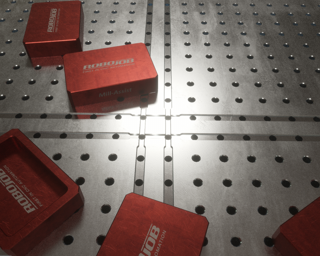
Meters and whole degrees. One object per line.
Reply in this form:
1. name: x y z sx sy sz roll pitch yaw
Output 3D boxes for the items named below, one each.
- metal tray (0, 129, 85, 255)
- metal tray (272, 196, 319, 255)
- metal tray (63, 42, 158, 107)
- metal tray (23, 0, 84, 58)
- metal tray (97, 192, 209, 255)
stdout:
1. metal tray: -0.161 0.066 0.346 0.130 0.030 0.090 35 58 25
2. metal tray: 0.194 0.110 0.315 0.131 0.030 0.090 -26 55 -21
3. metal tray: -0.076 -0.085 0.474 0.131 0.030 0.090 -12 51 -10
4. metal tray: -0.185 -0.180 0.553 0.091 0.030 0.130 -6 50 -5
5. metal tray: -0.014 0.134 0.291 0.090 0.030 0.130 16 52 12
